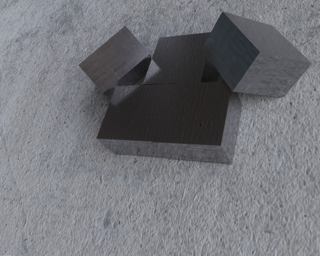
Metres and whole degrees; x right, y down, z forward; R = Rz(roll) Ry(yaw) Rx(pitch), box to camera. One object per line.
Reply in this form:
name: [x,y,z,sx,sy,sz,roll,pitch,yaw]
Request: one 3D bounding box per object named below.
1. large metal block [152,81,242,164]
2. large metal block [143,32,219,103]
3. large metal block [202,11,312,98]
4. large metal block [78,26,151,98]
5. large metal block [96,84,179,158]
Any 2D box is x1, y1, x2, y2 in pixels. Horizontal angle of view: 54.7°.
large metal block: [0.046,-0.007,0.366,0.080,0.050,0.080,2,62,28]
large metal block: [0.034,-0.078,0.419,0.080,0.050,0.080,3,63,29]
large metal block: [0.108,-0.083,0.356,0.050,0.081,0.080,-61,39,38]
large metal block: [-0.058,-0.088,0.443,0.080,0.080,0.050,-40,86,1]
large metal block: [-0.024,-0.009,0.405,0.080,0.050,0.080,2,62,28]
